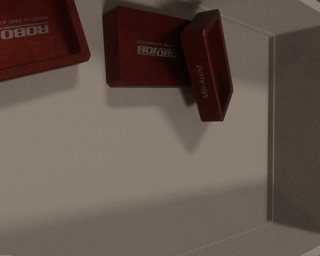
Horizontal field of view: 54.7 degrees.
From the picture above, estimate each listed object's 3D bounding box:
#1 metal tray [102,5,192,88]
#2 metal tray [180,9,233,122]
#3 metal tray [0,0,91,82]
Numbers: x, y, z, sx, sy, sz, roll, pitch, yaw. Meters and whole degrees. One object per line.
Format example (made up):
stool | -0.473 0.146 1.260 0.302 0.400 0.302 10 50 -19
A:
metal tray | -0.007 -0.098 0.399 0.131 0.030 0.089 -6 94 -40
metal tray | 0.069 -0.084 0.426 0.090 0.030 0.129 -60 140 -47
metal tray | -0.139 -0.092 0.287 0.131 0.030 0.089 -25 106 -38
